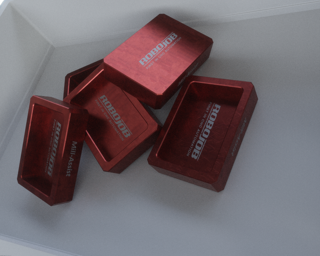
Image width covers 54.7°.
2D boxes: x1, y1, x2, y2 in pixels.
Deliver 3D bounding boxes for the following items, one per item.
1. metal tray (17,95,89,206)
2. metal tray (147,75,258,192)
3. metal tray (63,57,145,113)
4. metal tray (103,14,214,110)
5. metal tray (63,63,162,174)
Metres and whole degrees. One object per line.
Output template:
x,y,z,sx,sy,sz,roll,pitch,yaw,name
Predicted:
-0.148,0.028,0.421,0.090,0.030,0.129,19,100,35,metal tray
0.052,0.001,0.371,0.090,0.030,0.130,13,68,33,metal tray
-0.089,-0.065,0.485,0.130,0.030,0.090,-19,54,16,metal tray
0.000,-0.093,0.412,0.090,0.030,0.131,33,59,15,metal tray
-0.064,-0.016,0.414,0.090,0.030,0.130,-41,66,8,metal tray
